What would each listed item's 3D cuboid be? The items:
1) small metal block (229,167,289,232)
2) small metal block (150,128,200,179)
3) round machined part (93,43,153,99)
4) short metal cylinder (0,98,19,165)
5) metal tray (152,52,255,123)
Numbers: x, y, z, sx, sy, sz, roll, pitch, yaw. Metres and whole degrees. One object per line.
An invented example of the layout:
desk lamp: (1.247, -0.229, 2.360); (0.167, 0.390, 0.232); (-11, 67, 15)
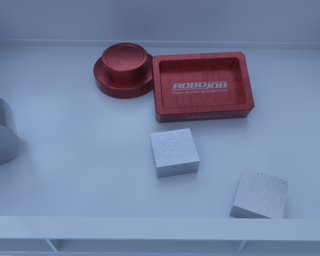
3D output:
small metal block: (0.109, 0.078, 0.341); (0.050, 0.025, 0.050); (17, 52, 13)
small metal block: (0.017, 0.030, 0.380); (0.050, 0.025, 0.050); (-8, 51, -7)
round machined part: (-0.052, -0.093, 0.472); (0.099, 0.042, 0.098); (0, 50, 0)
short metal cylinder: (-0.213, 0.005, 0.362); (0.081, 0.080, 0.050); (-19, 53, -16)
metal tray: (0.056, -0.057, 0.431); (0.131, 0.030, 0.090); (-3, 71, -4)
